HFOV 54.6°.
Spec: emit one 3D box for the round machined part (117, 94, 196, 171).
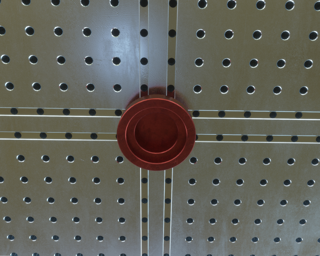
[{"bbox_3d":[-0.005,0.003,0.405,0.099,0.042,0.097,0,110,0],"label":"round machined part"}]
